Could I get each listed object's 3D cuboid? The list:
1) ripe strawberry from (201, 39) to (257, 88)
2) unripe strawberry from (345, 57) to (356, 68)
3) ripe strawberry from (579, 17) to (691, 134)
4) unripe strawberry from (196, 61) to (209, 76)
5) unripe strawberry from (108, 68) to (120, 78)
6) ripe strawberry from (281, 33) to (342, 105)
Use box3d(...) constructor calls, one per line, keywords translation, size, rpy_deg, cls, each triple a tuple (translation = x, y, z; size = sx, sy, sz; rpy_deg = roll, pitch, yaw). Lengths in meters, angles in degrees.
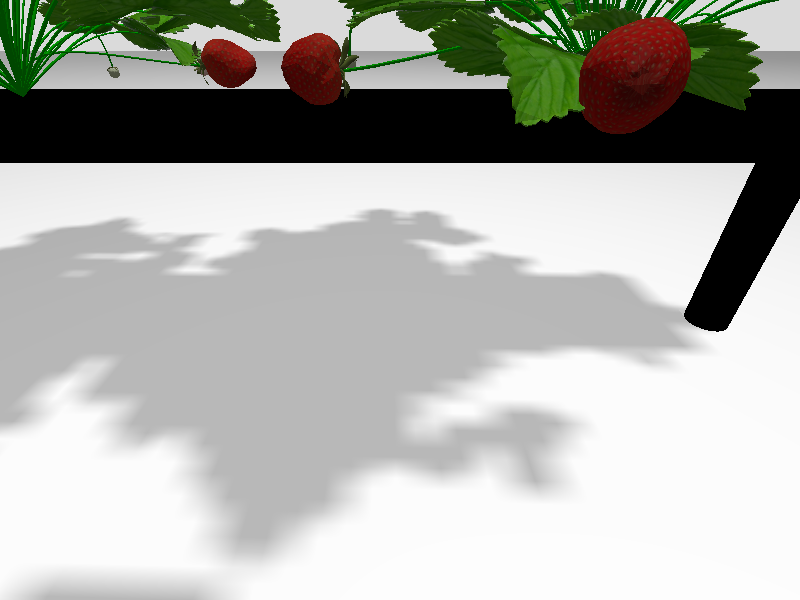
box3d(translation=(-0.145, -0.202, 0.342), size=(0.042, 0.036, 0.042), rpy_deg=(-9, 34, -15), cls="ripe strawberry")
box3d(translation=(-0.049, -0.235, 0.399), size=(0.011, 0.011, 0.011), rpy_deg=(17, 37, 24), cls="unripe strawberry")
box3d(translation=(0.105, -0.099, 0.180), size=(0.045, 0.047, 0.049), rpy_deg=(11, 35, 16), cls="ripe strawberry")
box3d(translation=(-0.230, -0.274, 0.473), size=(0.019, 0.017, 0.017), rpy_deg=(10, 22, 15), cls="unripe strawberry")
box3d(translation=(-0.310, -0.246, 0.434), size=(0.011, 0.010, 0.010), rpy_deg=(-3, 33, -5), cls="unripe strawberry")
box3d(translation=(-0.057, -0.149, 0.259), size=(0.039, 0.040, 0.035), rpy_deg=(-8, 34, -11), cls="ripe strawberry")
